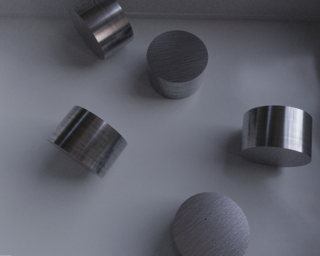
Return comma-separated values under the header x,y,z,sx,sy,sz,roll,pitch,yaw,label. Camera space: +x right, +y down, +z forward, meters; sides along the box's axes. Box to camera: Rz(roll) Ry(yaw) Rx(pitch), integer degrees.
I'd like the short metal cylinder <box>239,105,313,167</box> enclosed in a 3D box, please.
x,y,z,sx,sy,sz,roll,pitch,yaw,label
0.140,0.012,0.377,0.080,0.080,0.050,10,71,4,short metal cylinder

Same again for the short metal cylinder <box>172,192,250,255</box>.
x,y,z,sx,sy,sz,roll,pitch,yaw,label
0.054,0.118,0.349,0.080,0.050,0.080,0,63,0,short metal cylinder

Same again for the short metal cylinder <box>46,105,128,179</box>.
x,y,z,sx,sy,sz,roll,pitch,yaw,label
-0.087,0.017,0.373,0.080,0.080,0.050,32,73,11,short metal cylinder

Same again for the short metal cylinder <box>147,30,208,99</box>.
x,y,z,sx,sy,sz,roll,pitch,yaw,label
0.023,-0.086,0.428,0.081,0.050,0.080,0,70,0,short metal cylinder

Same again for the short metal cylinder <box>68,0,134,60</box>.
x,y,z,sx,sy,sz,roll,pitch,yaw,label
-0.082,-0.142,0.432,0.050,0.080,0.080,-38,75,-13,short metal cylinder
